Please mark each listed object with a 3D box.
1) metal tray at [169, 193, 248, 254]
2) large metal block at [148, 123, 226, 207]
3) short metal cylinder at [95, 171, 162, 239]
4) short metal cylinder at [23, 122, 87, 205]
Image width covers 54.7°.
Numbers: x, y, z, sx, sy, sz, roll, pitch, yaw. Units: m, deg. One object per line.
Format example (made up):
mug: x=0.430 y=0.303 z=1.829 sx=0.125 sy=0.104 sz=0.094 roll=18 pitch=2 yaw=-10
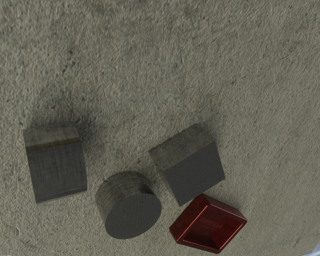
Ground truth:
metal tray: x=0.090 y=0.177 z=0.562 sx=0.131 sy=0.030 sz=0.090 roll=31 pitch=101 yaw=-38
large metal block: x=0.040 y=0.053 z=0.446 sx=0.080 sy=0.050 sz=0.080 roll=-30 pitch=129 yaw=-9
short metal cylinder: x=-0.045 y=0.107 z=0.433 sx=0.081 sy=0.050 sz=0.079 roll=-14 pitch=124 yaw=-21
short metal cylinder: x=-0.113 y=0.036 z=0.332 sx=0.050 sy=0.080 sz=0.079 roll=-11 pitch=123 yaw=-23
